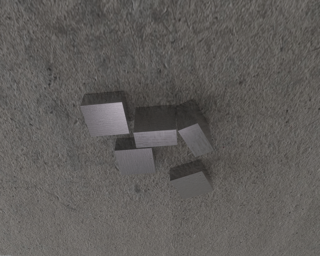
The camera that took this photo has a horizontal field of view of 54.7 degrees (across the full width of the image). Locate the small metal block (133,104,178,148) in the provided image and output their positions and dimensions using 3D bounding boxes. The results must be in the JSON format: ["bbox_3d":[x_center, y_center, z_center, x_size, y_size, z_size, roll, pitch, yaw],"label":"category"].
[{"bbox_3d":[-0.005,-0.003,0.388,0.050,0.050,0.025,-4,130,3],"label":"small metal block"}]

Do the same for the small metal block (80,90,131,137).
[{"bbox_3d":[-0.067,-0.018,0.391,0.050,0.025,0.050,-5,130,4],"label":"small metal block"}]

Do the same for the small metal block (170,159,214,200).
[{"bbox_3d":[0.049,0.079,0.475,0.050,0.025,0.050,-20,128,16],"label":"small metal block"}]

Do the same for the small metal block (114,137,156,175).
[{"bbox_3d":[-0.034,0.039,0.440,0.050,0.025,0.050,-5,130,3],"label":"small metal block"}]

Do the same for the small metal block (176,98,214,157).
[{"bbox_3d":[0.044,0.000,0.391,0.025,0.050,0.050,-22,127,18],"label":"small metal block"}]
